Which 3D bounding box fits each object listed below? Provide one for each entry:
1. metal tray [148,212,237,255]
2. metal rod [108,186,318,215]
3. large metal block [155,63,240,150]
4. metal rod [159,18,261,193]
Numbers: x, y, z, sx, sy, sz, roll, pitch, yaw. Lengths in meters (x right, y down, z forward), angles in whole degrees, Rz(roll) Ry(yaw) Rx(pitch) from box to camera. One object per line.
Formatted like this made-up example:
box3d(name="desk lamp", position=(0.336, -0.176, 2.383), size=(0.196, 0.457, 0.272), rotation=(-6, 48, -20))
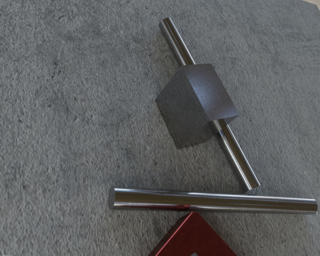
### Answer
box3d(name="metal tray", position=(0.049, 0.167, 0.327), size=(0.130, 0.030, 0.091), rotation=(47, 51, 5))
box3d(name="metal rod", position=(0.085, 0.095, 0.393), size=(0.302, 0.025, 0.025), rotation=(8, 58, -24))
box3d(name="large metal block", position=(0.045, -0.028, 0.412), size=(0.050, 0.080, 0.080), rotation=(-11, 68, -33))
box3d(name="metal rod", position=(0.068, -0.046, 0.470), size=(0.025, 0.025, 0.299), rotation=(-12, 68, -33))
